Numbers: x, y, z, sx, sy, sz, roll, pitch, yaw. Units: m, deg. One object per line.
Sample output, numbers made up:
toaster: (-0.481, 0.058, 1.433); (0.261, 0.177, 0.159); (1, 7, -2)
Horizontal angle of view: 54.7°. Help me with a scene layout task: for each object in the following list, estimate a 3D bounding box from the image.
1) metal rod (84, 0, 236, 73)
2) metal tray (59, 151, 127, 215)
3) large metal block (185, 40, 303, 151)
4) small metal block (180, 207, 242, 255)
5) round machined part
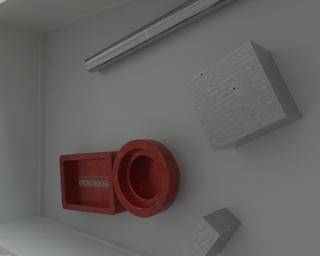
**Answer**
metal rod: (0.003, -0.131, 0.402); (0.300, 0.025, 0.025); (-16, 80, 38)
metal tray: (-0.107, 0.084, 0.488); (0.130, 0.030, 0.089); (-7, 85, 39)
large metal block: (0.084, -0.029, 0.320); (0.080, 0.050, 0.080); (-31, 71, 35)
small metal block: (0.057, 0.120, 0.342); (0.025, 0.050, 0.050); (42, 115, 32)
round machined part: (-0.014, 0.063, 0.405); (0.098, 0.042, 0.097); (0, 90, 39)
